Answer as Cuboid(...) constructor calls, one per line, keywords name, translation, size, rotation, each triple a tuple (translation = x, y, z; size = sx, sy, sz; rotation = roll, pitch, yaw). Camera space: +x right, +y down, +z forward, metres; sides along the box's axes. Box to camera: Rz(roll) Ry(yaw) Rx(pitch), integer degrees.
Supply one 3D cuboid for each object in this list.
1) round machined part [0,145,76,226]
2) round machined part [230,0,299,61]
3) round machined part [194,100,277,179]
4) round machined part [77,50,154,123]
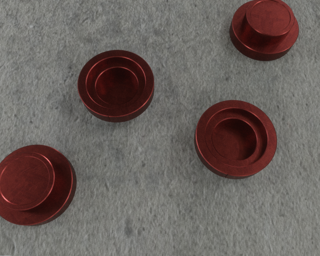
Cuboid(name="round machined part", translation=(-0.155, 0.066, 0.373), size=(0.099, 0.042, 0.098), rotation=(0, 70, -1))
Cuboid(name="round machined part", translation=(0.156, -0.152, 0.457), size=(0.099, 0.042, 0.098), rotation=(0, 70, -1))
Cuboid(name="round machined part", translation=(0.092, 0.017, 0.394), size=(0.099, 0.042, 0.098), rotation=(0, 70, -1))
Cuboid(name="round machined part", translation=(-0.057, -0.052, 0.418), size=(0.099, 0.042, 0.098), rotation=(0, 70, -1))
